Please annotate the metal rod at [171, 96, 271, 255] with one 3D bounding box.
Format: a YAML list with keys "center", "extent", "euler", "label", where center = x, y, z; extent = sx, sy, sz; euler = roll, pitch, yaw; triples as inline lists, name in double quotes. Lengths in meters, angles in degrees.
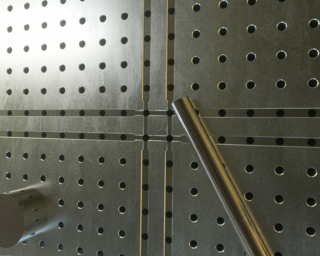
- center: [0.091, 0.097, 0.380]
  extent: [0.025, 0.025, 0.299]
  euler: [-29, 81, 18]
  label: "metal rod"

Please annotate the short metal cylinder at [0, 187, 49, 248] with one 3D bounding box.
- center: [-0.222, 0.136, 0.478]
  extent: [0.080, 0.050, 0.080]
  euler: [0, 90, 20]
  label: "short metal cylinder"
